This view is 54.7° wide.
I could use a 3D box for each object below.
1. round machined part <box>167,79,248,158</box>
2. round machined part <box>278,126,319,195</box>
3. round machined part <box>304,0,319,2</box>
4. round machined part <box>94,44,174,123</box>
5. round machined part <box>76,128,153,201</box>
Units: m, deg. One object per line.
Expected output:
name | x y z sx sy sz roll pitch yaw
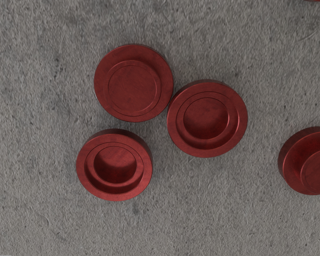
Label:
round machined part | 0.058 -0.015 0.396 0.099 0.042 0.097 0 110 0
round machined part | 0.217 0.050 0.421 0.099 0.042 0.097 0 110 0
round machined part | 0.175 -0.188 0.333 0.099 0.042 0.097 0 110 0
round machined part | -0.032 -0.052 0.381 0.099 0.042 0.097 0 110 0
round machined part | -0.059 0.046 0.417 0.099 0.042 0.097 0 110 0
